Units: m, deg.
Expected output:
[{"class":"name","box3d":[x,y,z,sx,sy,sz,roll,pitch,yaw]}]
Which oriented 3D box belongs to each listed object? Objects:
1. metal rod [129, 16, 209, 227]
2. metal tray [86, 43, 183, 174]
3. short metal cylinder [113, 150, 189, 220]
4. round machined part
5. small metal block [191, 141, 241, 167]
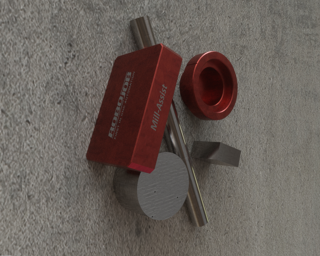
[{"class":"metal rod","box3d":[0.017,0.001,0.423,0.025,0.025,0.298,-28,108,-37]},{"class":"metal tray","box3d":[-0.030,-0.021,0.340,0.030,0.090,0.130,24,75,-38]},{"class":"short metal cylinder","box3d":[-0.010,0.068,0.383,0.081,0.050,0.079,0,90,-40]},{"class":"round machined part","box3d":[0.067,-0.060,0.453,0.099,0.042,0.097,0,90,-40]},{"class":"small metal block","box3d":[0.083,0.038,0.458,0.050,0.050,0.025,21,77,-38]}]
